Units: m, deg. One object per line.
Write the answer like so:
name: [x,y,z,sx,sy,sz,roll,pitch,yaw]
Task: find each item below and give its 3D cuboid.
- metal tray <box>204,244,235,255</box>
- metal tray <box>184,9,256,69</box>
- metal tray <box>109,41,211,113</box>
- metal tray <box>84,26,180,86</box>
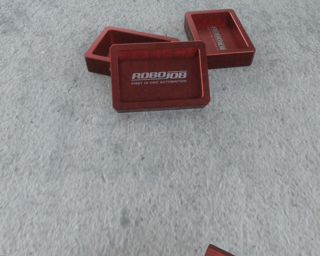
metal tray: [0.021,0.162,0.224,0.030,0.089,0.130,22,53,17]
metal tray: [0.098,-0.155,0.531,0.091,0.030,0.130,-6,50,-6]
metal tray: [-0.001,-0.070,0.429,0.131,0.030,0.089,-4,84,-4]
metal tray: [-0.042,-0.118,0.497,0.131,0.030,0.090,14,51,10]
